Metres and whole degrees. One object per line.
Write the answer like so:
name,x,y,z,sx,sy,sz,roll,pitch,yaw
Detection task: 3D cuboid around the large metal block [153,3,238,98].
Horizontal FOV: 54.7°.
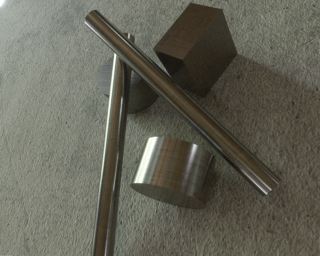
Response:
large metal block,0.049,-0.100,0.404,0.050,0.080,0.080,30,78,37

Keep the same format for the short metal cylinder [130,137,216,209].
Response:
short metal cylinder,0.015,0.049,0.331,0.080,0.080,0.050,4,64,30

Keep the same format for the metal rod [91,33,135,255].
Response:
metal rod,-0.056,0.022,0.378,0.025,0.025,0.299,-4,73,26

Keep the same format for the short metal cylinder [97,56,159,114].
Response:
short metal cylinder,-0.043,-0.068,0.452,0.080,0.050,0.080,-13,56,21

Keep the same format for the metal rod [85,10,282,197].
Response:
metal rod,0.013,-0.041,0.357,0.025,0.025,0.300,-44,72,-2
